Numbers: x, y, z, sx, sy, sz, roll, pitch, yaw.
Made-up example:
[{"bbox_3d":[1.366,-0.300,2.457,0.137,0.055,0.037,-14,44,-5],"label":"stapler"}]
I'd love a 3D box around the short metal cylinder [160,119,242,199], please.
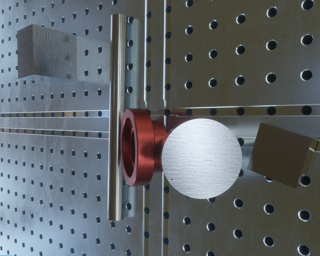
[{"bbox_3d":[0.041,0.031,0.332,0.081,0.050,0.079,0,89,-3],"label":"short metal cylinder"}]

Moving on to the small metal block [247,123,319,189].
[{"bbox_3d":[0.121,0.026,0.308,0.050,0.025,0.050,21,103,37],"label":"small metal block"}]

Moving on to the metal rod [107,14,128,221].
[{"bbox_3d":[-0.063,-0.015,0.458,0.025,0.025,0.298,2,91,39],"label":"metal rod"}]

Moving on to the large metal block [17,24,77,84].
[{"bbox_3d":[-0.191,-0.122,0.528,0.050,0.081,0.079,-3,88,40],"label":"large metal block"}]

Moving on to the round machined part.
[{"bbox_3d":[-0.020,0.024,0.394,0.098,0.042,0.097,180,89,-71],"label":"round machined part"}]
